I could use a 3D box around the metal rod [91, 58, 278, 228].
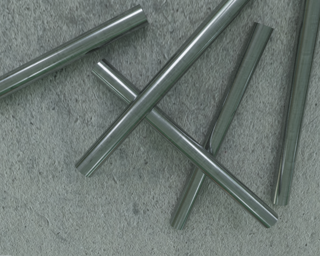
[{"bbox_3d":[0.035,0.023,0.396,0.300,0.025,0.025,42,105,-6],"label":"metal rod"}]

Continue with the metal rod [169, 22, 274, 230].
[{"bbox_3d":[0.074,0.011,0.414,0.025,0.025,0.298,18,109,-7],"label":"metal rod"}]

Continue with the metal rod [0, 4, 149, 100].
[{"bbox_3d":[-0.154,-0.071,0.381,0.301,0.025,0.025,-24,108,8],"label":"metal rod"}]

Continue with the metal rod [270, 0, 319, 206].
[{"bbox_3d":[0.175,-0.034,0.398,0.025,0.025,0.298,0,110,0],"label":"metal rod"}]

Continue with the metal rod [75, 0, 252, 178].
[{"bbox_3d":[0.010,-0.060,0.359,0.025,0.025,0.300,41,94,-14],"label":"metal rod"}]
